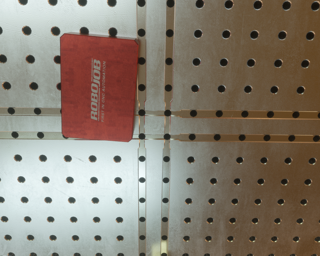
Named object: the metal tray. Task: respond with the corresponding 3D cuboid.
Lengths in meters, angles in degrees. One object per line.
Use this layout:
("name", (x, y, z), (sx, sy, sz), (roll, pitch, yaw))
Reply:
("metal tray", (-0.076, -0.050, 0.391), (0.091, 0.030, 0.129), (5, 110, -2))
